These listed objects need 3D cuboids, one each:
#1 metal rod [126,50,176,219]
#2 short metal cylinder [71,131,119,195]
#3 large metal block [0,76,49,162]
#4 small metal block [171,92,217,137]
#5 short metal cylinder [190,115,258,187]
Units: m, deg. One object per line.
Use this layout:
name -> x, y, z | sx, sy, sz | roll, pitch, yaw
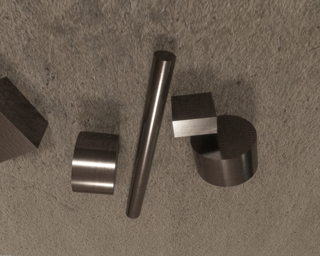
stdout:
metal rod -> -0.020, 0.033, 0.434 | 0.025, 0.025, 0.298 | 7, 130, -7
short metal cylinder -> -0.083, 0.046, 0.409 | 0.050, 0.080, 0.079 | 6, 130, -5
large metal block -> -0.203, -0.005, 0.383 | 0.080, 0.050, 0.080 | -19, 128, 15
small metal block -> 0.041, -0.017, 0.377 | 0.050, 0.050, 0.025 | -6, 130, 4
short metal cylinder -> 0.083, 0.028, 0.396 | 0.080, 0.080, 0.050 | -10, 130, 8
